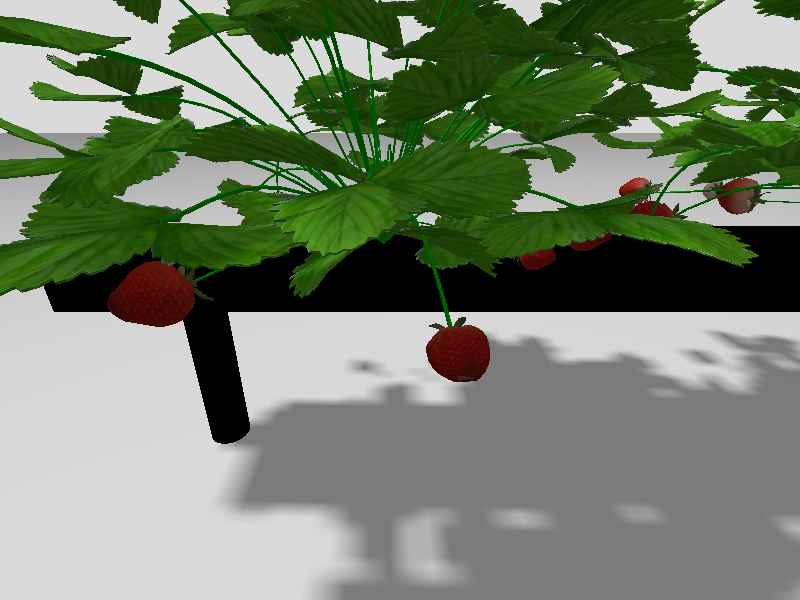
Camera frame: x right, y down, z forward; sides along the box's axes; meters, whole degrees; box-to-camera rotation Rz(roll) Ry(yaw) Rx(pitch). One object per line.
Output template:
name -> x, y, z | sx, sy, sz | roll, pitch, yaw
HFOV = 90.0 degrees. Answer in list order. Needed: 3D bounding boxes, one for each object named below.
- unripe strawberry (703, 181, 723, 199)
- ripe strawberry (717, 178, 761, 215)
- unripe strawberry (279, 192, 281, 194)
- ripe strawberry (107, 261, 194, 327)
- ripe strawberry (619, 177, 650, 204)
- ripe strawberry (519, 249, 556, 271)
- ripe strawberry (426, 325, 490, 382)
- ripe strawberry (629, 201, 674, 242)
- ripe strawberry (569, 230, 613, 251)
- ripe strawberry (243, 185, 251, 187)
unripe strawberry -> 0.434, -0.153, 0.556 | 0.022, 0.025, 0.024 | 0, 9, 0
ripe strawberry -> 0.401, -0.124, 0.479 | 0.040, 0.042, 0.043 | -6, 24, -12
unripe strawberry -> -0.155, -0.133, 0.512 | 0.009, 0.010, 0.010 | -19, 30, -35
ripe strawberry -> -0.131, -0.002, 0.211 | 0.038, 0.033, 0.038 | 17, 30, 33
ripe strawberry -> 0.306, -0.143, 0.522 | 0.038, 0.034, 0.034 | -16, 28, -32
ripe strawberry -> 0.100, -0.033, 0.291 | 0.025, 0.024, 0.027 | 15, 28, 28
ripe strawberry -> 0.025, 0.023, 0.167 | 0.027, 0.024, 0.024 | -5, 39, -10
ripe strawberry -> 0.220, -0.071, 0.360 | 0.037, 0.036, 0.040 | 0, 24, 2
ripe strawberry -> 0.157, -0.058, 0.333 | 0.036, 0.036, 0.040 | 4, 25, 6
ripe strawberry -> -0.191, -0.129, 0.502 | 0.031, 0.030, 0.028 | 14, 27, 41
